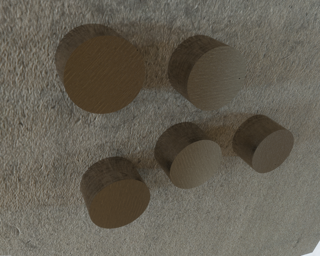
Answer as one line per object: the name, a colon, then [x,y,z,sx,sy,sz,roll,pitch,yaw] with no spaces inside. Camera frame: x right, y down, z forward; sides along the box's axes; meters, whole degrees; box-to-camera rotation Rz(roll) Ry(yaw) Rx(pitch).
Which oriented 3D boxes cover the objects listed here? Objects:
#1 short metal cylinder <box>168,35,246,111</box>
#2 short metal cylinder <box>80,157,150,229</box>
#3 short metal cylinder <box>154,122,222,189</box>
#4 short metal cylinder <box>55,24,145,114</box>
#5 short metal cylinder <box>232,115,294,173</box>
short metal cylinder: [0.057,-0.068,0.379,0.081,0.050,0.079,-14,124,-21]
short metal cylinder: [-0.060,0.085,0.411,0.081,0.050,0.079,-14,124,-21]
short metal cylinder: [0.039,0.038,0.435,0.081,0.050,0.079,-14,124,-21]
short metal cylinder: [-0.062,-0.061,0.319,0.081,0.050,0.079,-14,124,-21]
short metal cylinder: [0.164,0.025,0.496,0.081,0.050,0.079,-14,124,-21]
